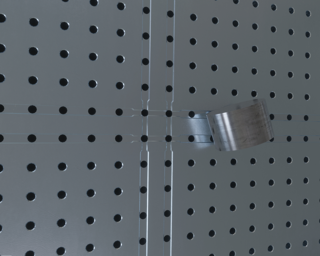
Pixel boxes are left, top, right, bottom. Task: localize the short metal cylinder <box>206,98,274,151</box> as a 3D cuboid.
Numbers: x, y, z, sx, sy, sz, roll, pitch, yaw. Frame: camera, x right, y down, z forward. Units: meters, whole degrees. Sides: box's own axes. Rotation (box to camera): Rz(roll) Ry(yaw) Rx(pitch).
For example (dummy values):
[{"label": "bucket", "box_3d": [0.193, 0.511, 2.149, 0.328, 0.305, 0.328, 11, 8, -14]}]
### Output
[{"label": "short metal cylinder", "box_3d": [0.109, -0.005, 0.423, 0.081, 0.080, 0.050, -19, 97, -19]}]
